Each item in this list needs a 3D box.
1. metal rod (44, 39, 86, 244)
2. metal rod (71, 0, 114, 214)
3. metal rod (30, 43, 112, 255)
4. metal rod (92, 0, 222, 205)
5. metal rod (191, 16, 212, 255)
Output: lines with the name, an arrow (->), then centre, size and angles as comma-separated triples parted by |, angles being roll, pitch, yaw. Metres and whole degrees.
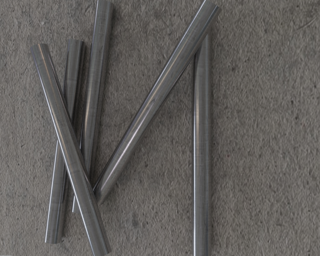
metal rod -> -0.141, 0.021, 0.458 | 0.025, 0.025, 0.298 | 9, 93, 20
metal rod -> -0.096, -0.028, 0.442 | 0.025, 0.025, 0.298 | 8, 93, 20
metal rod -> -0.124, 0.026, 0.424 | 0.025, 0.025, 0.299 | -21, 83, 19
metal rod -> -0.015, -0.021, 0.398 | 0.025, 0.025, 0.298 | 37, 107, 16
metal rod -> 0.052, 0.009, 0.390 | 0.025, 0.025, 0.298 | 0, 90, 20
